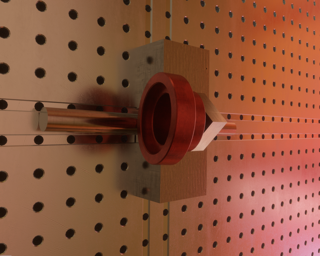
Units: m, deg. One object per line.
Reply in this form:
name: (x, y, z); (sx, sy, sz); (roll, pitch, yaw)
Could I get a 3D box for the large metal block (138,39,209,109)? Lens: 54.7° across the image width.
large metal block: (0.019, -0.065, 0.409); (0.081, 0.050, 0.080); (1, 90, -40)

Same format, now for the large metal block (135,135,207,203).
large metal block: (0.016, 0.049, 0.406); (0.081, 0.050, 0.080); (2, 89, -40)

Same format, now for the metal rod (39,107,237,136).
metal rod: (-0.001, -0.004, 0.408); (0.302, 0.025, 0.025); (2, 89, -40)

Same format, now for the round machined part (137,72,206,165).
round machined part: (0.013, -0.009, 0.335); (0.042, 0.098, 0.097); (5, 87, -26)

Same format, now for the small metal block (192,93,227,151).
small metal block: (0.045, -0.007, 0.373); (0.025, 0.050, 0.050); (1, 46, -40)
